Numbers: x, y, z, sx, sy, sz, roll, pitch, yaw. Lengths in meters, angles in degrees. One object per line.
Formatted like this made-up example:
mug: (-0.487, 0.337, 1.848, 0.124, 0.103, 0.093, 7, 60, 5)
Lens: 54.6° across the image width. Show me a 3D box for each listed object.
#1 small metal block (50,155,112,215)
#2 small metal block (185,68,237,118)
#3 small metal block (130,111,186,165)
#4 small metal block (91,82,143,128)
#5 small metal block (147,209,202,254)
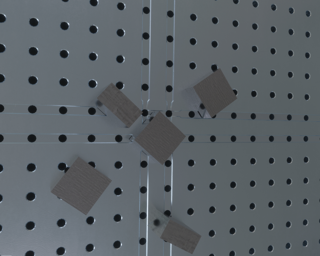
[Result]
small metal block: (-0.096, 0.069, 0.377, 0.050, 0.025, 0.050, 40, 77, -16)
small metal block: (0.073, -0.049, 0.439, 0.050, 0.025, 0.050, -36, 102, -16)
small metal block: (-0.003, 0.013, 0.411, 0.050, 0.025, 0.050, 44, 76, -15)
small metal block: (-0.054, -0.026, 0.379, 0.050, 0.050, 0.025, 44, 77, -15)
small metal block: (0.018, 0.134, 0.406, 0.050, 0.050, 0.025, 32, 80, -17)
